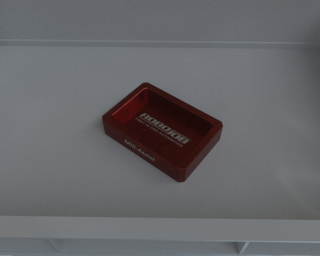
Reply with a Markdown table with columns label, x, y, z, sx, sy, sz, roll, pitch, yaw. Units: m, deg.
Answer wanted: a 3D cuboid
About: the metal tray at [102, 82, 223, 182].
| label | x | y | z | sx | sy | sz | roll | pitch | yaw |
| --- | --- | --- | --- | --- | --- | --- | --- | --- | --- |
| metal tray | 0.002 | 0.000 | 0.401 | 0.130 | 0.030 | 0.090 | 31 | 56 | 23 |
